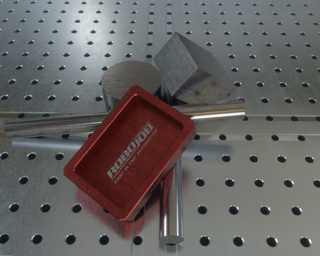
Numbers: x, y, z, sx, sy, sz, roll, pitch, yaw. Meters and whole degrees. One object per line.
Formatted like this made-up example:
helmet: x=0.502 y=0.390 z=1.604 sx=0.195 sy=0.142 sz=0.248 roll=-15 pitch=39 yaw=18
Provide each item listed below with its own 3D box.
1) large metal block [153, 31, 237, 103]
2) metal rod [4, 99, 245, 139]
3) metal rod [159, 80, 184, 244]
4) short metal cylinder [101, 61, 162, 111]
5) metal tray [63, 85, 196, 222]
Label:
large metal block: x=0.048 y=-0.076 z=0.430 sx=0.080 sy=0.050 sz=0.080 roll=17 pitch=37 yaw=-40
metal rod: x=-0.048 y=-0.010 z=0.394 sx=0.302 sy=0.025 sz=0.025 roll=-5 pitch=50 yaw=5
metal rod: x=0.014 y=-0.002 z=0.409 sx=0.025 sy=0.025 sz=0.300 roll=1 pitch=50 yaw=1
short metal cylinder: x=-0.038 y=-0.049 z=0.432 sx=0.081 sy=0.050 sz=0.080 roll=0 pitch=50 yaw=0
metal tray: x=-0.032 y=0.026 z=0.348 sx=0.090 sy=0.030 sz=0.130 roll=34 pitch=78 yaw=18
